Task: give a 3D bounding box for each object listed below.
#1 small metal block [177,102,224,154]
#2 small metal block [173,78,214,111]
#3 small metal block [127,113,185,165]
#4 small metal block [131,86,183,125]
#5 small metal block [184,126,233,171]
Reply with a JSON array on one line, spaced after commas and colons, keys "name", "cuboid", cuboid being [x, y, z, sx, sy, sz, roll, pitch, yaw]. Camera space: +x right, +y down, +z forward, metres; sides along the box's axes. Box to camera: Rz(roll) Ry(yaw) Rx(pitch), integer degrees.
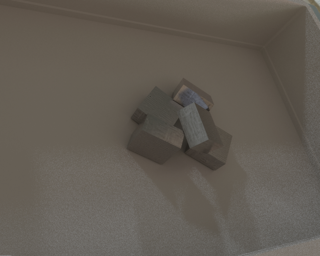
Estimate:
[{"name": "small metal block", "cuboid": [0.051, 0.001, 0.385, 0.050, 0.025, 0.050, 22, 45, -57]}, {"name": "small metal block", "cuboid": [0.047, -0.043, 0.443, 0.050, 0.025, 0.050, 32, 19, -8]}, {"name": "small metal block", "cuboid": [-0.006, 0.015, 0.376, 0.050, 0.050, 0.025, 26, 53, -13]}, {"name": "small metal block", "cuboid": [-0.002, -0.020, 0.415, 0.050, 0.025, 0.050, 37, 51, -4]}, {"name": "small metal block", "cuboid": [0.068, 0.022, 0.428, 0.050, 0.025, 0.050, 31, 52, -9]}]
